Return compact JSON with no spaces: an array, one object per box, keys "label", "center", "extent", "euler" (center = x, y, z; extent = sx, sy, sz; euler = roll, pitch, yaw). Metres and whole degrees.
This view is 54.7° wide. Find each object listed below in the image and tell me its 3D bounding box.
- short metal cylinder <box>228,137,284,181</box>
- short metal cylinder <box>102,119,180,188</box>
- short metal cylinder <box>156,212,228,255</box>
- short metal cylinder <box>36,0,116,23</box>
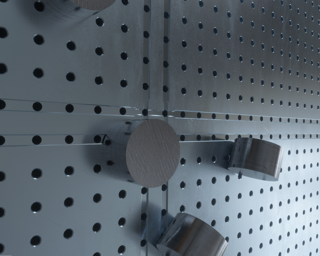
[{"label":"short metal cylinder","center":[0.157,0.052,0.508],"extent":[0.080,0.080,0.050],"euler":[26,74,-37]},{"label":"short metal cylinder","center":[-0.022,0.029,0.376],"extent":[0.081,0.050,0.079],"euler":[0,90,-40]},{"label":"short metal cylinder","center":[0.043,0.158,0.412],"extent":[0.050,0.080,0.080],"euler":[-51,121,-28]},{"label":"short metal cylinder","center":[-0.088,-0.156,0.320],"extent":[0.081,0.050,0.079],"euler":[0,90,-40]}]
